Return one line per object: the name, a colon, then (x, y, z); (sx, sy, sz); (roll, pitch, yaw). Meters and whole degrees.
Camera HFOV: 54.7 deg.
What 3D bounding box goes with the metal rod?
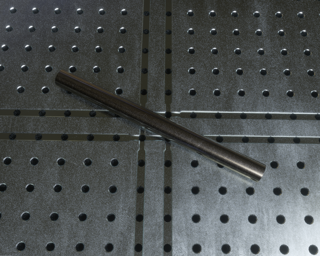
metal rod: (-0.006, -0.007, 0.414); (0.301, 0.025, 0.025); (26, 72, 8)
